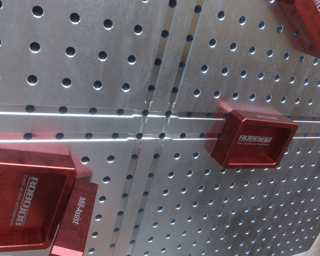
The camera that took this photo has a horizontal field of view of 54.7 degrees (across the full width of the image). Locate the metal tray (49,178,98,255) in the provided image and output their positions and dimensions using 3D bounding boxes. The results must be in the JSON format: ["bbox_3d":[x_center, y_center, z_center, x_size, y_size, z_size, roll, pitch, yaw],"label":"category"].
[{"bbox_3d":[-0.108,0.131,0.365,0.030,0.130,0.089,20,110,-12],"label":"metal tray"}]

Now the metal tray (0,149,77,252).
[{"bbox_3d":[-0.165,0.091,0.374,0.091,0.030,0.129,10,113,-33],"label":"metal tray"}]

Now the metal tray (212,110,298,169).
[{"bbox_3d":[0.158,0.022,0.510,0.131,0.030,0.089,4,116,-31],"label":"metal tray"}]

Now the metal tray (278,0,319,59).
[{"bbox_3d":[0.229,-0.168,0.431,0.130,0.030,0.090,35,99,-39],"label":"metal tray"}]
